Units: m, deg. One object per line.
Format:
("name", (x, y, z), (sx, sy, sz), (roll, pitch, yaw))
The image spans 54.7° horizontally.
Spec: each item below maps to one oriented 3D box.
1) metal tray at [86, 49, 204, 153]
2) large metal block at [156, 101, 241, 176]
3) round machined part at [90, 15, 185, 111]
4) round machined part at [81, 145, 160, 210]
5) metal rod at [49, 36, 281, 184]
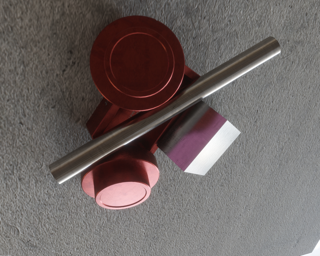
("metal tray", (-0.017, -0.029, 0.378), (0.090, 0.030, 0.130), (27, 103, -38))
("large metal block", (0.054, 0.014, 0.412), (0.080, 0.050, 0.080), (-51, 153, 7))
("round machined part", (-0.022, -0.066, 0.318), (0.099, 0.042, 0.097), (-1, 97, -8))
("round machined part", (-0.048, 0.068, 0.391), (0.099, 0.042, 0.097), (-9, 140, -7))
("metal rod", (0.013, -0.026, 0.362), (0.301, 0.025, 0.025), (-31, 129, -9))
